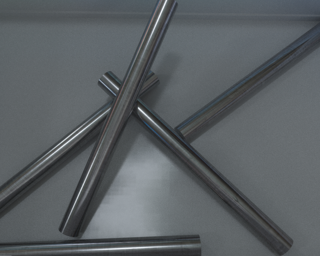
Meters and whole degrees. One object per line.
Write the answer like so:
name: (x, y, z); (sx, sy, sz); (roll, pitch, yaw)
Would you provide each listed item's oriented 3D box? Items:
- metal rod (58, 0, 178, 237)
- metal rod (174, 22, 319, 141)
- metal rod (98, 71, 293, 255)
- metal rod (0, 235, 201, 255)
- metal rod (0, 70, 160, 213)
metal rod: (-0.049, -0.015, 0.369); (0.025, 0.025, 0.299); (23, 89, 8)
metal rod: (0.146, -0.076, 0.438); (0.301, 0.025, 0.025); (-36, 74, -12)
metal rod: (0.037, 0.037, 0.381); (0.300, 0.025, 0.025); (43, 76, 8)
metal rod: (-0.105, 0.142, 0.356); (0.302, 0.025, 0.025); (-2, 70, -1)
metal rod: (-0.120, 0.024, 0.400); (0.301, 0.025, 0.025); (-40, 75, -14)
